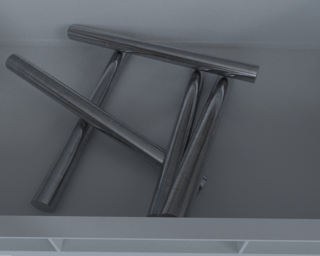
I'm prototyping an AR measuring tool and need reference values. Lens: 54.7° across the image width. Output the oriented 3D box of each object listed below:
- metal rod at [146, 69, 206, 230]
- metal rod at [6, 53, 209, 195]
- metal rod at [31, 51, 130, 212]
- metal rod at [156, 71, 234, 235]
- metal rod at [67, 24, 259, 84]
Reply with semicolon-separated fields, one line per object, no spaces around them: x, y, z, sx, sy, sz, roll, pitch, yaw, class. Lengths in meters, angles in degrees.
0.033;-0.012;0.387;0.025;0.025;0.301;10;42;8;metal rod
-0.075;-0.011;0.385;0.300;0.025;0.025;32;57;13;metal rod
-0.092;-0.027;0.427;0.025;0.025;0.300;10;51;8;metal rod
0.057;-0.005;0.364;0.025;0.025;0.301;15;38;12;metal rod
-0.006;-0.115;0.463;0.301;0.025;0.025;17;52;17;metal rod
